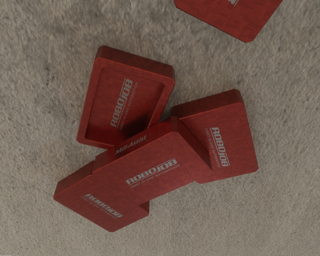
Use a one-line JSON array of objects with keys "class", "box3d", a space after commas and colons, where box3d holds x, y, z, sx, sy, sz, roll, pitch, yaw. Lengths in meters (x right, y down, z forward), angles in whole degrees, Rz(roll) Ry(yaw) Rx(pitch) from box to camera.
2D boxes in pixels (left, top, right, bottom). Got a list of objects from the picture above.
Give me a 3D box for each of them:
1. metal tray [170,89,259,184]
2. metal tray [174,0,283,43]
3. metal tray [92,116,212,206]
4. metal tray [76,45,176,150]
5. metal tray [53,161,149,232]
[{"class": "metal tray", "box3d": [0.077, 0.017, 0.420, 0.090, 0.030, 0.130, -16, 129, 12]}, {"class": "metal tray", "box3d": [0.080, -0.153, 0.275, 0.091, 0.030, 0.129, 21, 127, -17]}, {"class": "metal tray", "box3d": [-0.010, 0.048, 0.405, 0.130, 0.030, 0.090, -28, 126, 21]}, {"class": "metal tray", "box3d": [-0.045, -0.026, 0.380, 0.091, 0.030, 0.129, 14, 129, -13]}, {"class": "metal tray", "box3d": [-0.091, 0.115, 0.501, 0.090, 0.030, 0.130, -32, 124, 24]}]
